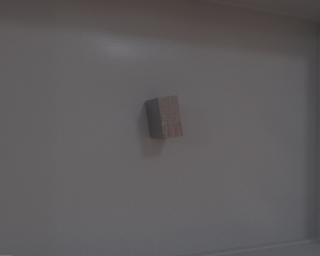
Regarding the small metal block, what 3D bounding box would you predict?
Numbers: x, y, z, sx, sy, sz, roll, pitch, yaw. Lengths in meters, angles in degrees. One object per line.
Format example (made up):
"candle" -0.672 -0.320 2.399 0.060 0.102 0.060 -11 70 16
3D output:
"small metal block" 0.004 -0.013 0.395 0.025 0.050 0.050 -9 93 -20
